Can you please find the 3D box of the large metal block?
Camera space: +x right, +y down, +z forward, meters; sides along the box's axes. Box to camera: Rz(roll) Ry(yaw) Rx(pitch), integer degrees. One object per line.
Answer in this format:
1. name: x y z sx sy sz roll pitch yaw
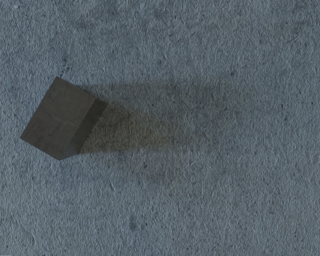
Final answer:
1. large metal block: -0.113 -0.011 0.381 0.050 0.080 0.080 30 90 0
